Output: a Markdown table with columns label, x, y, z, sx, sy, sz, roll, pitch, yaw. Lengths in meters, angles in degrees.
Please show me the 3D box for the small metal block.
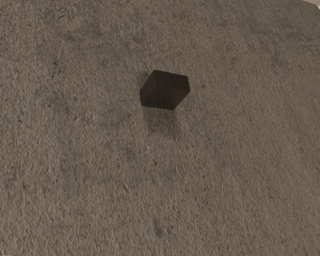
| label | x | y | z | sx | sy | sz | roll | pitch | yaw |
| --- | --- | --- | --- | --- | --- | --- | --- | --- | --- |
| small metal block | 0.006 | -0.050 | 0.423 | 0.050 | 0.050 | 0.025 | 7 | 59 | -25 |
